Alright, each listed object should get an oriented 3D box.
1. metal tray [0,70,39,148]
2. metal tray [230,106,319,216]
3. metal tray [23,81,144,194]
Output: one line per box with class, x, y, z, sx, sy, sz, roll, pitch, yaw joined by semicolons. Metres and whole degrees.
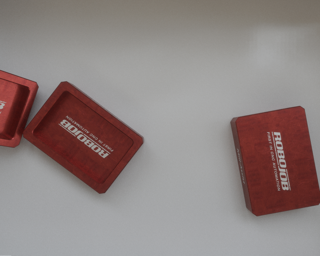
metal tray;-0.222;-0.032;0.363;0.030;0.131;0.090;19;90;41
metal tray;0.152;0.042;0.410;0.091;0.030;0.129;-11;90;0
metal tray;-0.098;0.012;0.407;0.130;0.030;0.090;37;90;0
